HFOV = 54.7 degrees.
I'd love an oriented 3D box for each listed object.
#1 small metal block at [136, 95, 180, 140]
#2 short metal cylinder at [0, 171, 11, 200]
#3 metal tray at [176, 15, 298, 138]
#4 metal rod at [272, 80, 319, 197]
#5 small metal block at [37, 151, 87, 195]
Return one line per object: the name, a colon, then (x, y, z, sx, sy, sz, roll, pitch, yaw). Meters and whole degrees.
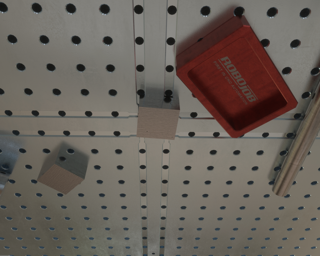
small metal block: (-0.003, -0.013, 0.401, 0.050, 0.025, 0.050, 4, 130, -5)
short metal cylinder: (-0.262, 0.098, 0.455, 0.050, 0.080, 0.080, 23, 126, -19)
metal tray: (0.091, -0.053, 0.364, 0.090, 0.030, 0.130, -31, 124, 23)
metal rod: (0.201, -0.013, 0.403, 0.025, 0.025, 0.298, 2, 130, -2)
small metal block: (-0.148, 0.069, 0.469, 0.050, 0.025, 0.050, 36, 121, -27)
